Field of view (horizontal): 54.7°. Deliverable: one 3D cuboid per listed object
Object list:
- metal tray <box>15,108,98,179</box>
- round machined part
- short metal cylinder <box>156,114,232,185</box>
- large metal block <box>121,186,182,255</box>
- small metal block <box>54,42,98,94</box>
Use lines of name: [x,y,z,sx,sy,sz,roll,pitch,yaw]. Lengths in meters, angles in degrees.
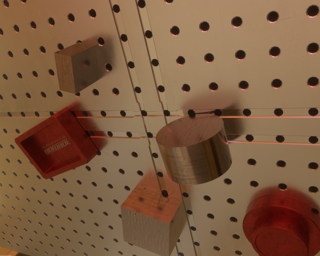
metal tray: [-0.176,0.030,0.519,0.130,0.030,0.090,-23,107,36]
round machined part: [0.157,0.139,0.403,0.098,0.042,0.097,13,124,21]
short metal cylinder: [0.041,0.023,0.369,0.080,0.080,0.050,-4,117,30]
large metal block: [-0.012,0.149,0.494,0.080,0.050,0.079,13,124,20]
small metal block: [-0.107,-0.079,0.403,0.025,0.050,0.050,15,125,19]
